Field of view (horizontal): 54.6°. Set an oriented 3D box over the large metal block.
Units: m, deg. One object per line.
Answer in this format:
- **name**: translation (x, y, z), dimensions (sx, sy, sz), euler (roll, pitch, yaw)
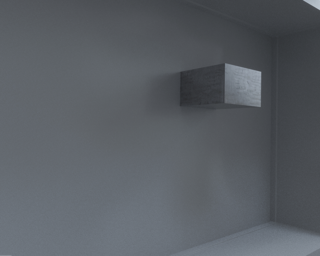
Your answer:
- **large metal block**: translation (0.086, -0.055, 0.441), dimensions (0.081, 0.080, 0.050), euler (1, 89, -40)
